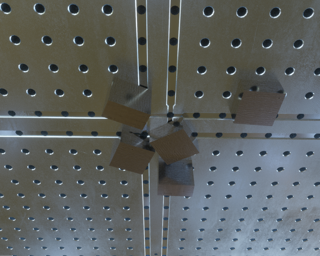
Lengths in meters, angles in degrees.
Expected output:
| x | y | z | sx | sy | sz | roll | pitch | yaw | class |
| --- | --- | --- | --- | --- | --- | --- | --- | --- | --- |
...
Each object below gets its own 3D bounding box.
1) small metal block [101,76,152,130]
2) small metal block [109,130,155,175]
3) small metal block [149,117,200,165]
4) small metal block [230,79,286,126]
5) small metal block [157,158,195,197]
| x | y | z | sx | sy | sz | roll | pitch | yaw | class |
| --- | --- | --- | --- | --- | --- | --- | --- | --- | --- |
| -0.038 | -0.030 | 0.369 | 0.050 | 0.050 | 0.025 | 19 | 128 | -15 | small metal block |
| -0.039 | 0.035 | 0.441 | 0.050 | 0.025 | 0.050 | 18 | 128 | -15 | small metal block |
| 0.020 | 0.019 | 0.428 | 0.050 | 0.025 | 0.050 | -23 | 127 | 18 | small metal block |
| 0.120 | -0.031 | 0.386 | 0.050 | 0.025 | 0.050 | 4 | 130 | -4 | small metal block |
| 0.022 | 0.072 | 0.457 | 0.050 | 0.050 | 0.025 | 3 | 130 | -3 | small metal block |
